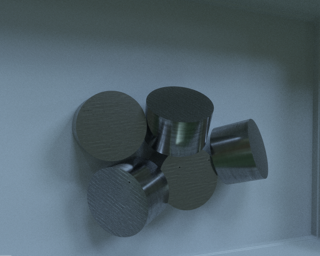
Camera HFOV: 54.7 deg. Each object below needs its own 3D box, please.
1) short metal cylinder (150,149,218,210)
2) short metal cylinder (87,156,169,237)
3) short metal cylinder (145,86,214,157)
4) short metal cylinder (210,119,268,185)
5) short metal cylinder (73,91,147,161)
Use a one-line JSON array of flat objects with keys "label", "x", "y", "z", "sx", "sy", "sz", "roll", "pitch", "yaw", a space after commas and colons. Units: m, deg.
[{"label": "short metal cylinder", "x": 0.028, "y": 0.062, "z": 0.407, "sx": 0.081, "sy": 0.050, "sz": 0.079, "roll": 0, "pitch": 90, "yaw": -21}, {"label": "short metal cylinder", "x": -0.036, "y": 0.078, "z": 0.360, "sx": 0.050, "sy": 0.080, "sz": 0.079, "roll": -18, "pitch": 99, "yaw": -62}, {"label": "short metal cylinder", "x": 0.021, "y": -0.010, "z": 0.381, "sx": 0.081, "sy": 0.080, "sz": 0.050, "roll": -9, "pitch": 129, "yaw": -20}, {"label": "short metal cylinder", "x": 0.107, "y": 0.032, "z": 0.415, "sx": 0.080, "sy": 0.050, "sz": 0.080, "roll": 36, "pitch": 46, "yaw": -49}, {"label": "short metal cylinder", "x": -0.062, "y": -0.002, "z": 0.372, "sx": 0.081, "sy": 0.050, "sz": 0.079, "roll": 0, "pitch": 90, "yaw": -21}]
